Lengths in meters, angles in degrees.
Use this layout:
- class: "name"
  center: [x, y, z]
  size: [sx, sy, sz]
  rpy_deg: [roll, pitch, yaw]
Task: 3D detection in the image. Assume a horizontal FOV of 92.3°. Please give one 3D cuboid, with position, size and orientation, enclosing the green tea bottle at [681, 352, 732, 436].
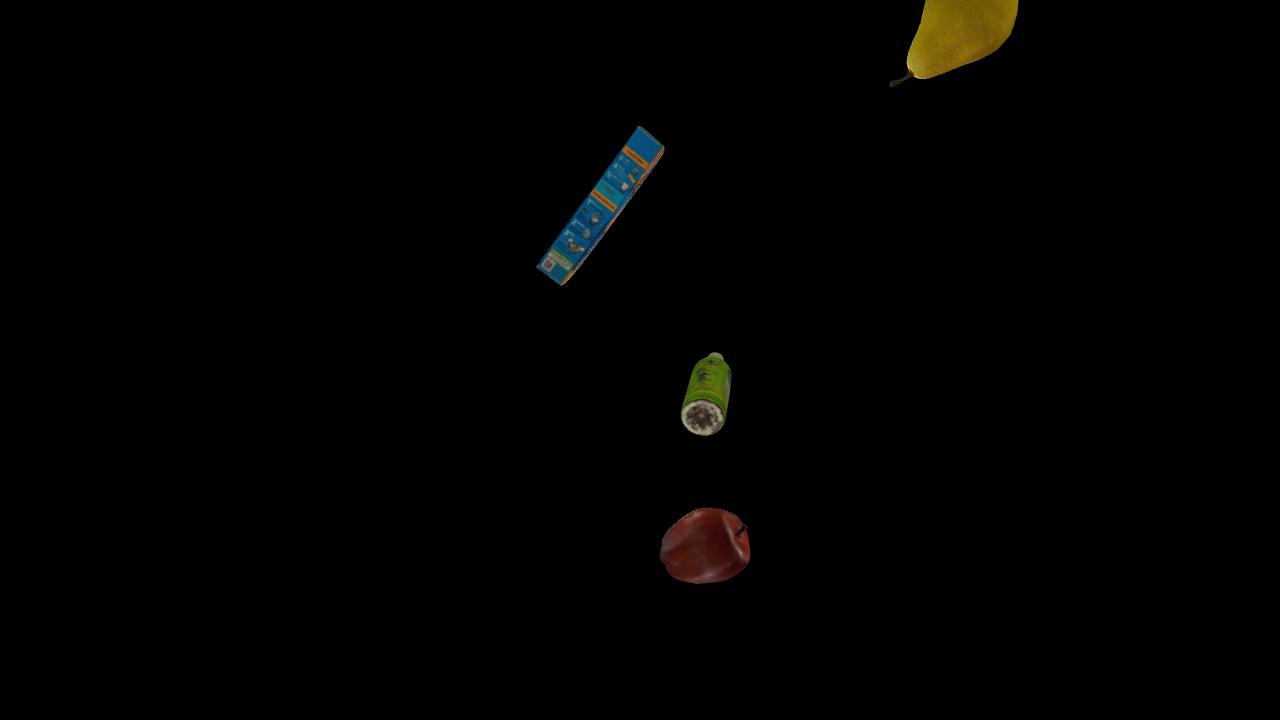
- class: "green tea bottle"
  center: [0.117, 0.045, 1.029]
  size: [0.073, 0.073, 0.212]
  rpy_deg: [0, 24, 14]

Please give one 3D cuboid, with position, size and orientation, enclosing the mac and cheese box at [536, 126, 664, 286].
- class: "mac and cheese box"
  center: [-0.044, -0.171, 0.695]
  size: [0.041, 0.184, 0.093]
  rpy_deg: [37, 10, -7]

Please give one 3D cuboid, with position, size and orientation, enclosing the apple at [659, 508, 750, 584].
- class: "apple"
  center: [0.069, 0.191, 0.633]
  size: [0.093, 0.079, 0.079]
  rpy_deg: [-26, -7, 15]

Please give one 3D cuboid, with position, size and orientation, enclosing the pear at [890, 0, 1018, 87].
- class: "pear"
  center: [0.277, -0.286, 0.550]
  size: [0.080, 0.111, 0.080]
  rpy_deg: [28, 20, -11]
